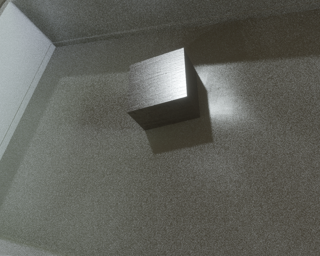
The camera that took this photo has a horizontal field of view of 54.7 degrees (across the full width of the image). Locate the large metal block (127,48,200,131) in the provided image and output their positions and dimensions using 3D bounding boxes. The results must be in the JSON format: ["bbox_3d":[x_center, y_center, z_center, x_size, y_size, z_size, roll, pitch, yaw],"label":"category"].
[{"bbox_3d":[0.005,-0.051,0.417,0.080,0.050,0.080,-14,56,20],"label":"large metal block"}]
